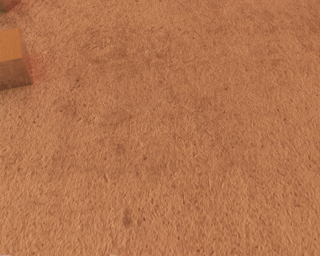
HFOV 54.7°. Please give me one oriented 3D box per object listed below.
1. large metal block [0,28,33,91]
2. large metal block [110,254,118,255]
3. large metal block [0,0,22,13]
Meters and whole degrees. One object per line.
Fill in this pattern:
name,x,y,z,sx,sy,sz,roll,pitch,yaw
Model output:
large metal block,-0.246,-0.102,0.471,0.081,0.050,0.080,-15,52,-12
large metal block,-0.014,0.161,0.252,0.080,0.050,0.080,12,51,10
large metal block,-0.330,-0.278,0.598,0.080,0.080,0.050,13,51,10
